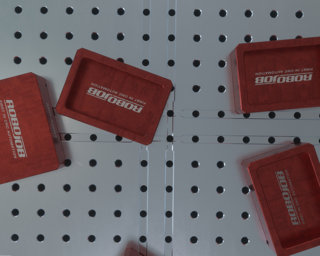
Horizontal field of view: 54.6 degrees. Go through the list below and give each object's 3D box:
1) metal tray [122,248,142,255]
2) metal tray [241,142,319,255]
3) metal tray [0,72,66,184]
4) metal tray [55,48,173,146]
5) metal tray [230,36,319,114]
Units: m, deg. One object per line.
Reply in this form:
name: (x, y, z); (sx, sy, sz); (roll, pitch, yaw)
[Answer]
metal tray: (-0.013, 0.234, 0.410); (0.130, 0.030, 0.090); (32, 90, 0)
metal tray: (0.174, 0.093, 0.411); (0.090, 0.030, 0.129); (-19, 90, 0)
metal tray: (-0.187, 0.001, 0.410); (0.090, 0.030, 0.129); (-15, 90, 0)
metal tray: (-0.058, -0.040, 0.410); (0.131, 0.030, 0.090); (20, 90, 0)
metal tray: (0.165, -0.069, 0.411); (0.131, 0.030, 0.090); (-5, 90, 0)
